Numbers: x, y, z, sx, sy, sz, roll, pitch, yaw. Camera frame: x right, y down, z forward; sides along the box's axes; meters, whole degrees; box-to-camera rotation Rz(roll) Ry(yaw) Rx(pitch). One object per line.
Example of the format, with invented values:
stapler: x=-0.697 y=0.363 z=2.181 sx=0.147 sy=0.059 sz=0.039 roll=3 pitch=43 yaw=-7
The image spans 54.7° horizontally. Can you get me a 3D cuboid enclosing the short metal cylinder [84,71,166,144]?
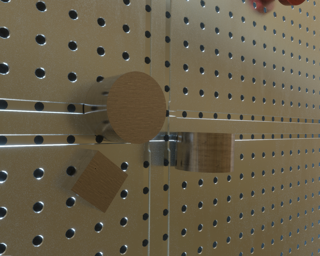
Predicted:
short metal cylinder: x=-0.039 y=-0.023 z=0.360 sx=0.081 sy=0.050 sz=0.079 roll=0 pitch=90 yaw=-40

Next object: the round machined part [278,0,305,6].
round machined part: x=0.249 y=-0.287 z=0.595 sx=0.099 sy=0.042 sz=0.097 roll=-13 pitch=113 yaw=-32

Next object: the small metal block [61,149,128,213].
small metal block: x=-0.072 y=0.059 z=0.349 sx=0.050 sy=0.025 sz=0.050 roll=46 pitch=63 yaw=-30

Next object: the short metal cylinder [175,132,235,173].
short metal cylinder: x=0.061 y=0.032 z=0.425 sx=0.081 sy=0.080 sz=0.050 roll=3 pitch=88 yaw=-40
